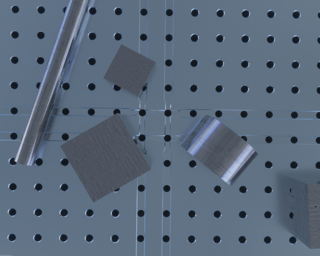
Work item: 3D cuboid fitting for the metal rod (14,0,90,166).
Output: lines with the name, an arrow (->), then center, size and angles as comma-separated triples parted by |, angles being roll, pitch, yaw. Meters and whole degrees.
metal rod -> -0.132, -0.096, 0.411 | 0.025, 0.025, 0.298 | 19, 90, -1

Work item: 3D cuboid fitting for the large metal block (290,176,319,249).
large metal block -> 0.222, 0.106, 0.404 | 0.081, 0.050, 0.079 | -2, 90, -1

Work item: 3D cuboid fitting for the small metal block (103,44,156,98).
small metal block -> -0.039, -0.075, 0.413 | 0.050, 0.025, 0.050 | 28, 90, -1

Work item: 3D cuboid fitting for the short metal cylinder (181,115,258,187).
short metal cylinder -> 0.073, 0.028, 0.387 | 0.080, 0.080, 0.050 | 39, 90, -1

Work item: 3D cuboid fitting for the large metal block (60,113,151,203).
large metal block -> -0.066, 0.036, 0.400 | 0.080, 0.050, 0.080 | -30, 90, 0
